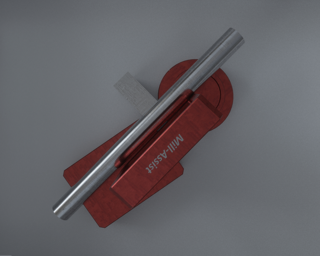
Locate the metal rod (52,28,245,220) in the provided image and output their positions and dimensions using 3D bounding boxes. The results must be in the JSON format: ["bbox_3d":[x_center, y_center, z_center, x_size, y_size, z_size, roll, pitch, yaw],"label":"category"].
[{"bbox_3d":[-0.016,-0.002,0.371,0.025,0.025,0.300,45,94,-1],"label":"metal rod"}]

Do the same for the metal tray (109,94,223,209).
[{"bbox_3d":[0.006,0.020,0.340,0.030,0.090,0.130,43,96,-3],"label":"metal tray"}]

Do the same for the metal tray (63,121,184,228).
[{"bbox_3d":[-0.046,0.056,0.407,0.130,0.030,0.090,-35,90,-1],"label":"metal tray"}]

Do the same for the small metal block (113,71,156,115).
[{"bbox_3d":[-0.030,-0.042,0.397,0.025,0.050,0.050,-45,91,0],"label":"small metal block"}]

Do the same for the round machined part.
[{"bbox_3d":[0.046,-0.041,0.402,0.099,0.042,0.097,0,90,-1],"label":"round machined part"}]
